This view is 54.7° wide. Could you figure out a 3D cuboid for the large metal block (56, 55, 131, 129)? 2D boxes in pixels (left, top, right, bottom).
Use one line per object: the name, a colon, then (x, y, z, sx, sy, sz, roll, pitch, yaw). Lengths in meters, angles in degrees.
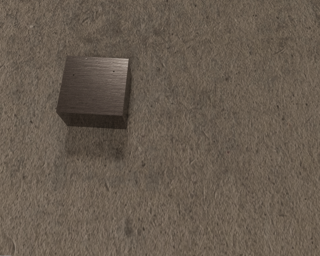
large metal block: (-0.083, -0.046, 0.411, 0.081, 0.050, 0.080, 3, 70, 1)
